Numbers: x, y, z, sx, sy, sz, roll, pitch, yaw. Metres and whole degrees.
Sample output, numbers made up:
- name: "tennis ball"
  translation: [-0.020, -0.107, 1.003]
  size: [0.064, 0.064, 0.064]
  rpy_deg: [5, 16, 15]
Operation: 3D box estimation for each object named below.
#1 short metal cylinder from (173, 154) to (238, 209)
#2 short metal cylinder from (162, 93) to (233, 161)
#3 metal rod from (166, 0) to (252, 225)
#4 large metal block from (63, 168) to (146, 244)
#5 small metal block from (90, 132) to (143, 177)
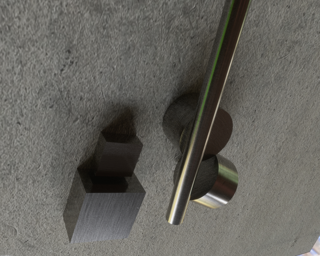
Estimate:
- name: "short metal cylinder"
  translation: [0.066, 0.073, 0.455]
  size: [0.050, 0.080, 0.080]
  rpy_deg: [30, 101, -38]
- name: "short metal cylinder"
  translation: [0.050, -0.001, 0.419]
  size: [0.081, 0.050, 0.079]
  rpy_deg: [-14, 125, -21]
- name: "metal rod"
  translation: [0.050, -0.005, 0.368]
  size: [0.025, 0.025, 0.298]
  rpy_deg: [-2, 119, -28]
- name: "large metal block"
  translation: [-0.076, 0.102, 0.414]
  size: [0.081, 0.050, 0.079]
  rpy_deg: [7, 115, -32]
- name: "small metal block"
  translation: [-0.056, 0.035, 0.399]
  size: [0.050, 0.025, 0.050]
  rpy_deg: [7, 115, -32]
